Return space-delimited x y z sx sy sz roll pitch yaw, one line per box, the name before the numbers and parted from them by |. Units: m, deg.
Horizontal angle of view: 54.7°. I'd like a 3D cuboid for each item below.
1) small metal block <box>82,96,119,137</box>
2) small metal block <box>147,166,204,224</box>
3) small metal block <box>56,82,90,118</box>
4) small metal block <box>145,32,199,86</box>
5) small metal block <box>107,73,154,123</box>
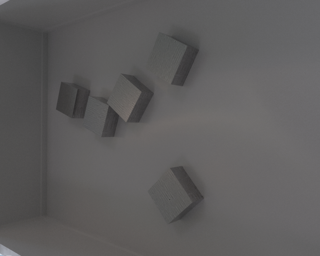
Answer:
small metal block | -0.091 -0.018 0.483 0.050 0.025 0.050 25 106 37
small metal block | 0.019 0.084 0.391 0.050 0.025 0.050 -50 61 28
small metal block | -0.149 -0.048 0.531 0.050 0.025 0.050 24 105 37
small metal block | 0.014 -0.088 0.395 0.050 0.025 0.050 37 113 33
small metal block | -0.043 -0.043 0.443 0.050 0.025 0.050 43 116 31
